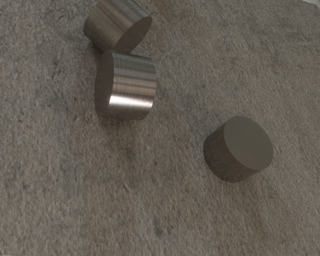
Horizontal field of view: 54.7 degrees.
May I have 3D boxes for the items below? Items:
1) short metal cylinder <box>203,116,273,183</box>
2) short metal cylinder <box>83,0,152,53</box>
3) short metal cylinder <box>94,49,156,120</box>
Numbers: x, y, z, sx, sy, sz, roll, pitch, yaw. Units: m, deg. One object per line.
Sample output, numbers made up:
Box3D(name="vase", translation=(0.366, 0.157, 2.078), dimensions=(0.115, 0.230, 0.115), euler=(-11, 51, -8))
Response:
Box3D(name="short metal cylinder", translation=(0.108, 0.030, 0.430), dimensions=(0.081, 0.050, 0.080), euler=(14, 56, -21))
Box3D(name="short metal cylinder", translation=(-0.057, -0.138, 0.423), dimensions=(0.050, 0.080, 0.080), euler=(45, 51, 2))
Box3D(name="short metal cylinder", translation=(-0.045, -0.051, 0.377), dimensions=(0.050, 0.080, 0.080), euler=(5, 60, -26))
